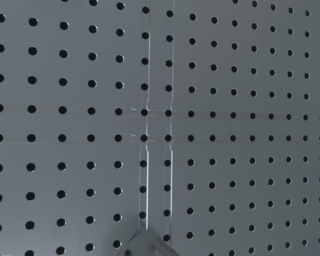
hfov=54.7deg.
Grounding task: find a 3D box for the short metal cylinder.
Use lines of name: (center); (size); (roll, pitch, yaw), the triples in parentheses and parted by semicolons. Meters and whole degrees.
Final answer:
short metal cylinder: (-0.016, 0.175, 0.378); (0.050, 0.080, 0.080); (46, 76, -15)
